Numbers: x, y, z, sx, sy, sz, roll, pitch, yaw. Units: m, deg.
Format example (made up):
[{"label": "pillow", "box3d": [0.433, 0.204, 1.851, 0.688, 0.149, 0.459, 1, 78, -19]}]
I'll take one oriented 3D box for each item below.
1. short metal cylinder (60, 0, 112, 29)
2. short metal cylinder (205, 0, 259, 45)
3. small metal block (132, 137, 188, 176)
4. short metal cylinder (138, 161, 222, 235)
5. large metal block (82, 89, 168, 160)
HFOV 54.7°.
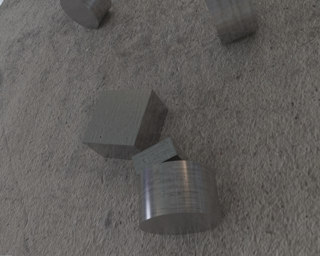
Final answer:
[{"label": "short metal cylinder", "box3d": [-0.139, -0.234, 0.585, 0.080, 0.080, 0.050, 16, 70, 34]}, {"label": "short metal cylinder", "box3d": [0.094, -0.159, 0.417, 0.050, 0.080, 0.080, -21, 54, 16]}, {"label": "small metal block", "box3d": [0.003, 0.042, 0.360, 0.050, 0.050, 0.025, -29, 52, 10]}, {"label": "short metal cylinder", "box3d": [0.019, 0.073, 0.314, 0.080, 0.080, 0.050, -16, 56, 19]}, {"label": "large metal block", "box3d": [-0.045, -0.004, 0.414, 0.080, 0.050, 0.080, 2, 63, 29]}]
